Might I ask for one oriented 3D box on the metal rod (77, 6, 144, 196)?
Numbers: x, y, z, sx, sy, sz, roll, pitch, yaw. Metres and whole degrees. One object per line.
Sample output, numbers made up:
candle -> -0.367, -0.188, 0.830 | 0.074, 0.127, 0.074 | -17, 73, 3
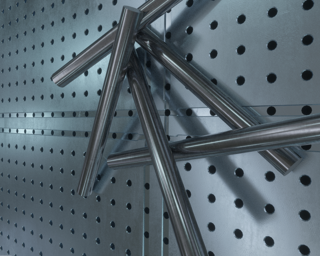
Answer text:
metal rod -> -0.078, -0.019, 0.440 | 0.025, 0.025, 0.298 | 40, 124, 32

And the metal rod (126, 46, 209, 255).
metal rod -> -0.007, 0.005, 0.368 | 0.025, 0.025, 0.299 | -42, 51, 32

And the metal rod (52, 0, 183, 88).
metal rod -> -0.034, -0.136, 0.403 | 0.300, 0.025, 0.025 | -28, 72, 26

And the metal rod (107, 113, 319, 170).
metal rod -> 0.033, 0.025, 0.358 | 0.299, 0.025, 0.025 | -14, 81, 45

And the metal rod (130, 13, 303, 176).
metal rod -> 0.040, -0.058, 0.374 | 0.300, 0.025, 0.025 | 47, 118, 29
